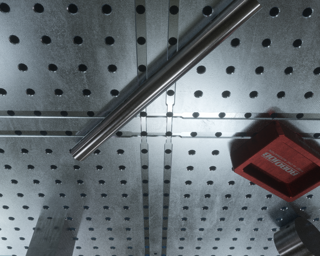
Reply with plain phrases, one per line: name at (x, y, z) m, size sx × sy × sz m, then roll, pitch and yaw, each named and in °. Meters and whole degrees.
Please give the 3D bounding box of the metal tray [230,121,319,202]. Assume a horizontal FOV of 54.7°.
metal tray at (0.181, 0.054, 0.455) m, size 0.131 × 0.030 × 0.090 m, roll 29°, pitch 124°, yaw -23°

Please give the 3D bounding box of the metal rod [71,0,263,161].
metal rod at (-0.011, -0.045, 0.372) m, size 0.025 × 0.025 × 0.299 m, roll 37°, pitch 121°, yaw -27°

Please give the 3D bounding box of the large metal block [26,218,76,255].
large metal block at (-0.195, 0.221, 0.562) m, size 0.050 × 0.080 × 0.079 m, roll -3°, pitch 130°, yaw 2°

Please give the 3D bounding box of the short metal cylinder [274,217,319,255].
short metal cylinder at (0.253, 0.208, 0.556) m, size 0.080 × 0.080 × 0.050 m, roll 26°, pitch 125°, yaw -21°
